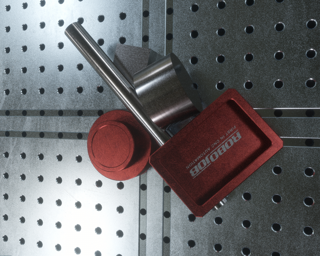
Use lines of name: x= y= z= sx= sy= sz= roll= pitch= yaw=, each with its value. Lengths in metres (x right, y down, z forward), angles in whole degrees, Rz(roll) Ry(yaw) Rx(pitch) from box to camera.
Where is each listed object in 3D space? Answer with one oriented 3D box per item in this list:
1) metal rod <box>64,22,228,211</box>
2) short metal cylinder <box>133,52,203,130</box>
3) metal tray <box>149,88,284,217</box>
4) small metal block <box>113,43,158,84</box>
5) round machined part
metal rod: x=-0.021 y=-0.018 z=0.401 sx=0.025 sy=0.025 sz=0.300 roll=-41 pitch=85 yaw=15
short metal cylinder: x=0.011 y=-0.044 z=0.378 sx=0.050 sy=0.080 sz=0.080 roll=-26 pitch=82 yaw=18
metal tray: x=0.064 y=0.028 z=0.364 sx=0.130 sy=0.030 sz=0.090 roll=-41 pitch=85 yaw=-1
small metal block: x=-0.036 y=-0.085 z=0.425 sx=0.050 sy=0.025 sz=0.050 roll=14 pitch=95 yaw=19
round machined part: x=-0.058 y=0.023 z=0.422 sx=0.098 sy=0.042 sz=0.097 roll=0 pitch=90 yaw=19
